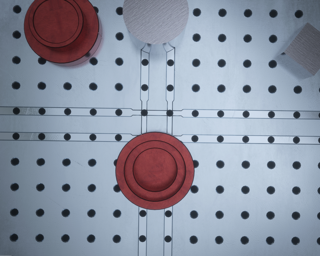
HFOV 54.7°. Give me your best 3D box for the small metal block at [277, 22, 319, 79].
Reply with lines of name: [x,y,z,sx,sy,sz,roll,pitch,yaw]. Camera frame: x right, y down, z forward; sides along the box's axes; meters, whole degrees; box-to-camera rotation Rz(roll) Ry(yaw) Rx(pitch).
small metal block: [0.196,-0.103,0.415,0.050,0.025,0.050,38,90,0]

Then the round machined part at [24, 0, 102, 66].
round machined part: [-0.129,-0.133,0.404,0.099,0.042,0.097,0,90,0]

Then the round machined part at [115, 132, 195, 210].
round machined part: [-0.006,0.053,0.405,0.099,0.042,0.097,0,90,0]

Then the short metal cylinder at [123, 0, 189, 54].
short metal cylinder: [-0.005,-0.142,0.401,0.081,0.050,0.080,0,90,0]
